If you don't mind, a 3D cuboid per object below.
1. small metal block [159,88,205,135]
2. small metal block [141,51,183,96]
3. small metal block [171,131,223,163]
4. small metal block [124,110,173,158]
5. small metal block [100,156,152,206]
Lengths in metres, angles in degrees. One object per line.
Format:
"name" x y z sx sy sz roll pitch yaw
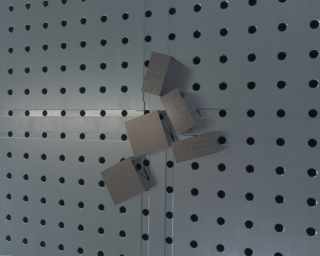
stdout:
"small metal block" 0.029 -0.020 0.389 0.025 0.050 0.050 -28 81 18
"small metal block" 0.003 -0.066 0.398 0.025 0.050 0.050 19 96 19
"small metal block" 0.047 0.023 0.383 0.050 0.050 0.025 -17 84 19
"small metal block" -0.014 0.008 0.418 0.050 0.025 0.050 -19 84 19
"small metal block" -0.047 0.072 0.430 0.050 0.025 0.050 -29 81 17
